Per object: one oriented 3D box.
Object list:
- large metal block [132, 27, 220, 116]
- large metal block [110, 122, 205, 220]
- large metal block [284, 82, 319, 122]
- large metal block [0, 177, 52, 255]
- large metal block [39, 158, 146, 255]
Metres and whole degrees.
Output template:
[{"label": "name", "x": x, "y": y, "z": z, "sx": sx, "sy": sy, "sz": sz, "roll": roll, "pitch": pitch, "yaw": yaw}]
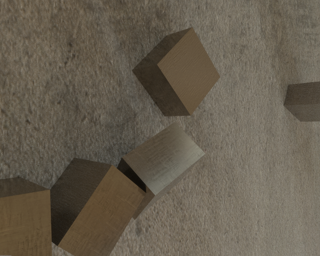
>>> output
[{"label": "large metal block", "x": 0.024, "y": -0.072, "z": 0.410, "sx": 0.080, "sy": 0.050, "sz": 0.080, "roll": -51, "pitch": 121, "yaw": -28}, {"label": "large metal block", "x": -0.006, "y": 0.050, "z": 0.357, "sx": 0.081, "sy": 0.080, "sz": 0.050, "roll": -34, "pitch": 74, "yaw": -35}, {"label": "large metal block", "x": 0.317, "y": -0.053, "z": 0.639, "sx": 0.080, "sy": 0.080, "sz": 0.050, "roll": 30, "pitch": 71, "yaw": -37}, {"label": "large metal block", "x": -0.131, "y": 0.089, "z": 0.260, "sx": 0.050, "sy": 0.080, "sz": 0.079, "roll": -3, "pitch": 92, "yaw": -40}, {"label": "large metal block", "x": -0.074, "y": 0.080, "z": 0.308, "sx": 0.050, "sy": 0.080, "sz": 0.080, "roll": 47, "pitch": 62, "yaw": -30}]
